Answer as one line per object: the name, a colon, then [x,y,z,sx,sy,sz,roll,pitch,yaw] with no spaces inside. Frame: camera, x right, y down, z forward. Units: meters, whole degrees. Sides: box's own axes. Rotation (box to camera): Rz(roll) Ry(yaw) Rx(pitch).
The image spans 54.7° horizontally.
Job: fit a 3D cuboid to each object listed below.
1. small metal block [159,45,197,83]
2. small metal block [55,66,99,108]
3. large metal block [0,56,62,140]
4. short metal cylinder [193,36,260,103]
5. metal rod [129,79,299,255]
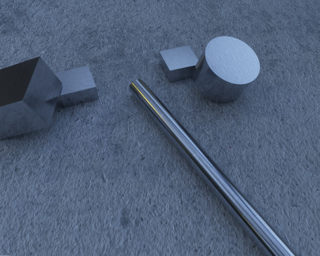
small metal block: [0.031,-0.101,0.489,0.050,0.025,0.050,-14,52,-12]
small metal block: [-0.122,-0.061,0.453,0.050,0.025,0.050,-16,52,-14]
large metal block: [-0.183,-0.038,0.400,0.080,0.050,0.080,-13,48,15]
short metal cylinder: [0.093,-0.083,0.443,0.081,0.050,0.080,6,64,-12]
metal rod: [0.046,0.036,0.373,0.025,0.025,0.300,-26,55,-20]
